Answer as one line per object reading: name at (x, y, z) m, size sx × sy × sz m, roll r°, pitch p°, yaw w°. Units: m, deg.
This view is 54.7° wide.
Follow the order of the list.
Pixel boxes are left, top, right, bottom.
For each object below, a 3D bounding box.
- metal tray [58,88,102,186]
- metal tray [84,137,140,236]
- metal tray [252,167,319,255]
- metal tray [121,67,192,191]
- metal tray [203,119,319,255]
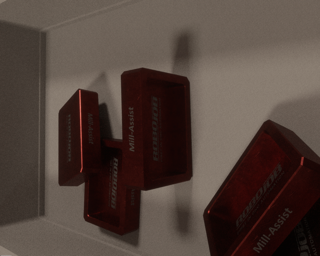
metal tray at (-0.126, 0.017, 0.477) m, size 0.090 × 0.030 × 0.130 m, roll -32°, pitch 58°, yaw 46°
metal tray at (-0.072, 0.082, 0.460) m, size 0.090 × 0.030 × 0.129 m, roll 5°, pitch 93°, yaw 39°
metal tray at (0.117, 0.104, 0.245) m, size 0.030 × 0.130 × 0.089 m, roll 28°, pitch 125°, yaw -11°
metal tray at (-0.001, 0.001, 0.363) m, size 0.030 × 0.091 × 0.129 m, roll -3°, pitch 88°, yaw 40°
metal tray at (0.090, 0.066, 0.289) m, size 0.030 × 0.090 × 0.129 m, roll 25°, pitch 110°, yaw -9°
